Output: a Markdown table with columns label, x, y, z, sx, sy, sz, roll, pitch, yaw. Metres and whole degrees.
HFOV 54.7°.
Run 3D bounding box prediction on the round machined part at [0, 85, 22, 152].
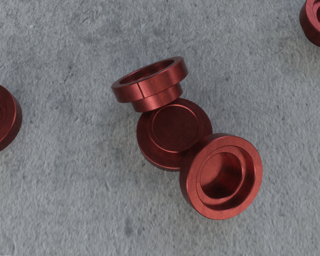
| label | x | y | z | sx | sy | sz | roll | pitch | yaw |
| --- | --- | --- | --- | --- | --- | --- | --- | --- | --- |
| round machined part | -0.227 | -0.008 | 0.399 | 0.099 | 0.042 | 0.098 | 0 | 70 | -1 |

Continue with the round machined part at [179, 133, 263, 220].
| label | x | y | z | sx | sy | sz | roll | pitch | yaw |
| --- | --- | --- | --- | --- | --- | --- | --- | --- | --- |
| round machined part | 0.067 | 0.053 | 0.364 | 0.099 | 0.042 | 0.097 | -4 | 100 | -20 |

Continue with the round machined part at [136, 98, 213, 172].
| label | x | y | z | sx | sy | sz | roll | pitch | yaw |
| --- | --- | --- | --- | --- | --- | --- | --- | --- | --- |
| round machined part | 0.019 | 0.004 | 0.398 | 0.099 | 0.042 | 0.098 | 0 | 70 | -1 |

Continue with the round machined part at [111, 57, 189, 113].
| label | x | y | z | sx | sy | sz | roll | pitch | yaw |
| --- | --- | --- | --- | --- | --- | --- | --- | --- | --- |
| round machined part | -0.009 | -0.053 | 0.399 | 0.099 | 0.098 | 0.042 | -26 | 110 | -10 |

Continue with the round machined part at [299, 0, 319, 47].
| label | x | y | z | sx | sy | sz | roll | pitch | yaw |
| --- | --- | --- | --- | --- | --- | --- | --- | --- | --- |
| round machined part | 0.256 | -0.157 | 0.460 | 0.099 | 0.042 | 0.098 | 0 | 70 | -1 |
